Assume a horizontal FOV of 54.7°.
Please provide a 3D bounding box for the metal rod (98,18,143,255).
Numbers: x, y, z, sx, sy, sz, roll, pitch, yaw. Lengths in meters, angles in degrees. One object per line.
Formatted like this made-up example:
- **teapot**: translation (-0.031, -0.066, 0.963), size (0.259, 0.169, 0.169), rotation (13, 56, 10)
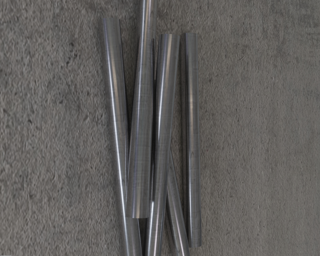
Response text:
- **metal rod**: translation (-0.045, 0.025, 0.366), size (0.025, 0.025, 0.298), rotation (-9, 96, -40)

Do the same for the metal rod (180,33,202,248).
- **metal rod**: translation (0.044, 0.018, 0.441), size (0.025, 0.025, 0.298), rotation (-2, 92, -40)

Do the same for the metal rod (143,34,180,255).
- **metal rod**: translation (-0.001, 0.039, 0.380), size (0.025, 0.025, 0.298), rotation (0, 97, -40)

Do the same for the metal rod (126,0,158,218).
- **metal rod**: translation (-0.020, -0.049, 0.367), size (0.025, 0.025, 0.299), rotation (11, 77, -40)

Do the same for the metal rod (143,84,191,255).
- **metal rod**: translation (0.013, 0.085, 0.415), size (0.025, 0.025, 0.298), rotation (-17, 101, -39)
